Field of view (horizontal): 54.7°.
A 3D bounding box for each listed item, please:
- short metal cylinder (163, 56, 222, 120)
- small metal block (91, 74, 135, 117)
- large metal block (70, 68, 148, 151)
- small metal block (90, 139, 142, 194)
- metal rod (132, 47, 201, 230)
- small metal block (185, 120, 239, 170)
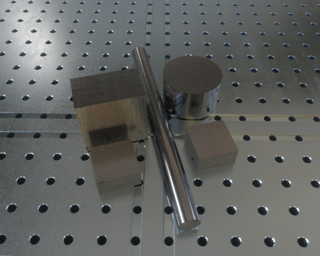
[{"bbox_3d":[0.044,-0.058,0.440,0.081,0.050,0.080,0,50,0],"label":"short metal cylinder"},{"bbox_3d":[-0.068,-0.048,0.447,0.050,0.025,0.050,-13,51,-12],"label":"small metal block"},{"bbox_3d":[-0.061,-0.022,0.388,0.081,0.080,0.050,-12,51,-10],"label":"large metal block"},{"bbox_3d":[-0.053,0.045,0.369,0.050,0.025,0.050,-12,51,-10],"label":"small metal block"},{"bbox_3d":[-0.002,-0.011,0.416,0.025,0.025,0.300,-9,51,-8],"label":"metal rod"},{"bbox_3d":[0.064,0.021,0.391,0.050,0.025,0.050,-11,51,-10],"label":"small metal block"}]
